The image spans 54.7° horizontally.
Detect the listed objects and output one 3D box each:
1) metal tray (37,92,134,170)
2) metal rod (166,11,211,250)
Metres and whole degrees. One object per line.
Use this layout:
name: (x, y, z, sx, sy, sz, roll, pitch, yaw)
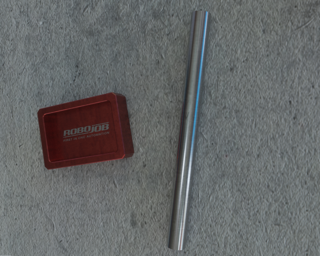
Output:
metal tray: (-0.108, 0.006, 0.442, 0.130, 0.030, 0.089, -10, 87, 19)
metal rod: (0.036, 0.005, 0.395, 0.025, 0.025, 0.298, 7, 92, 19)
